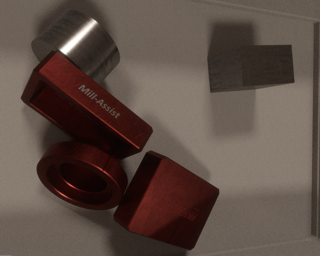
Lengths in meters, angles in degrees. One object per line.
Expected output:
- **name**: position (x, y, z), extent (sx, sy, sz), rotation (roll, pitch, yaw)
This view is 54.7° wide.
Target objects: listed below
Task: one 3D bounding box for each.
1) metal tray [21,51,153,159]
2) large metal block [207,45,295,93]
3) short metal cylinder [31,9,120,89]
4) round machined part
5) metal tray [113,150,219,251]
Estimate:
- **metal tray**: position (-0.083, -0.015, 0.343), extent (0.130, 0.090, 0.030), rotation (39, 59, -16)
- **large metal block**: position (0.123, -0.080, 0.428), extent (0.081, 0.080, 0.050), rotation (-7, 93, -20)
- **short metal cylinder**: position (-0.092, -0.082, 0.344), extent (0.080, 0.080, 0.050), rotation (42, 67, -16)
- **round machined part**: position (-0.083, 0.048, 0.352), extent (0.098, 0.098, 0.042), rotation (36, 44, -17)
- **metal tray**: position (0.015, 0.094, 0.388), extent (0.130, 0.030, 0.090), rotation (36, 77, -41)
